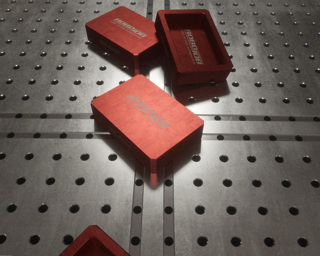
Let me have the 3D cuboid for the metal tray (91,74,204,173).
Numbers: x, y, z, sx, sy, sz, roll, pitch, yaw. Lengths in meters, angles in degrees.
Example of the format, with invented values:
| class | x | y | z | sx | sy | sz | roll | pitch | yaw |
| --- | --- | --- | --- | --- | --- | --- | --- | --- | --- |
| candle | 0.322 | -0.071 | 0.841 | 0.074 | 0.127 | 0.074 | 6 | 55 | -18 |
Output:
| class | x | y | z | sx | sy | sz | roll | pitch | yaw |
| --- | --- | --- | --- | --- | --- | --- | --- | --- | --- |
| metal tray | -0.018 | -0.012 | 0.414 | 0.091 | 0.030 | 0.130 | -35 | 59 | -26 |

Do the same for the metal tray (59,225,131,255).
| class | x | y | z | sx | sy | sz | roll | pitch | yaw |
| --- | --- | --- | --- | --- | --- | --- | --- | --- | --- |
| metal tray | -0.074 | 0.162 | 0.267 | 0.090 | 0.030 | 0.131 | 33 | 57 | 24 |

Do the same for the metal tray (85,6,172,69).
| class | x | y | z | sx | sy | sz | roll | pitch | yaw |
| --- | --- | --- | --- | --- | --- | --- | --- | --- | --- |
| metal tray | -0.054 | -0.161 | 0.539 | 0.130 | 0.030 | 0.090 | 36 | 58 | 26 |

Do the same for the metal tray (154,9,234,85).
| class | x | y | z | sx | sy | sz | roll | pitch | yaw |
| --- | --- | --- | --- | --- | --- | --- | --- | --- | --- |
| metal tray | 0.051 | -0.132 | 0.490 | 0.091 | 0.030 | 0.130 | -7 | 62 | -16 |
